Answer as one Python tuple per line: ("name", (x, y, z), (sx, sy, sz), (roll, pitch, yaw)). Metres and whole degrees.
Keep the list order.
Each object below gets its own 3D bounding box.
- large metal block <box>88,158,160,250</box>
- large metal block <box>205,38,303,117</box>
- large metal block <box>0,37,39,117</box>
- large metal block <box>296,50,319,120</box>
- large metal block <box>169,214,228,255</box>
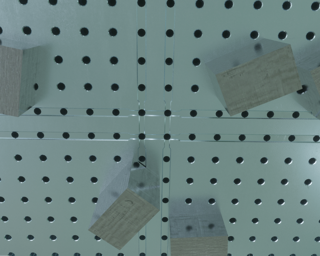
("large metal block", (-0.045, 0.100, 0.421), (0.050, 0.080, 0.080), (39, 105, -13))
("large metal block", (0.104, -0.062, 0.363), (0.080, 0.080, 0.050), (-22, 109, 7))
("large metal block", (-0.199, -0.066, 0.373), (0.081, 0.050, 0.079), (12, 110, -5))
("large metal block", (0.225, -0.059, 0.382), (0.080, 0.050, 0.080), (-28, 108, 9))
("large metal block", (0.056, 0.180, 0.467), (0.081, 0.050, 0.079), (-2, 110, 0))
